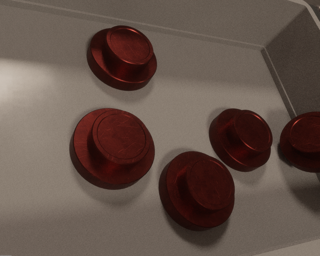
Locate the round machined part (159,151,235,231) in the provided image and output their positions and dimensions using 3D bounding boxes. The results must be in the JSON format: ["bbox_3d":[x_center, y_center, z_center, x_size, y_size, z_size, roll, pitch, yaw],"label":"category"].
[{"bbox_3d":[0.052,0.073,0.380,0.099,0.042,0.098,14,56,-21],"label":"round machined part"}]

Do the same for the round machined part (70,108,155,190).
[{"bbox_3d":[-0.050,0.018,0.358,0.099,0.042,0.098,14,56,-21],"label":"round machined part"}]

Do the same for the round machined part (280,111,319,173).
[{"bbox_3d":[0.235,0.016,0.475,0.042,0.098,0.098,44,40,-45],"label":"round machined part"}]

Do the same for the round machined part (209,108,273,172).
[{"bbox_3d":[0.126,0.012,0.457,0.099,0.042,0.098,14,56,-21],"label":"round machined part"}]

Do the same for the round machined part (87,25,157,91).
[{"bbox_3d":[-0.049,-0.104,0.433,0.099,0.042,0.098,14,56,-21],"label":"round machined part"}]
